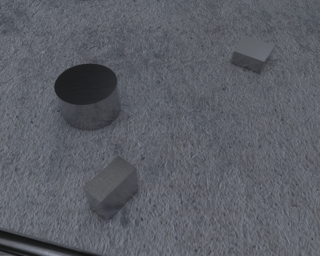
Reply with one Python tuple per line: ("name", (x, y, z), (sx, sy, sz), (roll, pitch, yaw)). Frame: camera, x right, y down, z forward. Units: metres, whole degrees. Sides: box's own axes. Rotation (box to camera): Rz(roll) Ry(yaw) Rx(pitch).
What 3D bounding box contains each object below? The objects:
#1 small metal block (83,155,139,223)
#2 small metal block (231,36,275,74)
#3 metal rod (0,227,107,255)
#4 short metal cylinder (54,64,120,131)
("small metal block", (-0.050, 0.066, 0.331), (0.025, 0.050, 0.050), (32, 57, 24))
("small metal block", (0.152, -0.120, 0.506), (0.050, 0.025, 0.050), (26, 54, 20))
("metal rod", (-0.069, 0.130, 0.292), (0.301, 0.025, 0.025), (11, 51, 9))
("short metal cylinder", (-0.096, -0.043, 0.422), (0.081, 0.050, 0.080), (0, 50, 0))
